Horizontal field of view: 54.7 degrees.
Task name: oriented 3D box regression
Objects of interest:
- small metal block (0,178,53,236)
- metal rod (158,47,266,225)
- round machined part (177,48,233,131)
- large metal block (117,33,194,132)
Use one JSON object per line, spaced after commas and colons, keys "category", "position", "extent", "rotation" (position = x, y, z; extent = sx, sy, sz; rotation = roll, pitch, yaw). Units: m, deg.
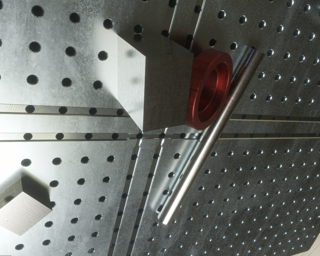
{"category": "small metal block", "position": [-0.171, 0.098, 0.379], "extent": [0.050, 0.025, 0.050], "rotation": [-39, 130, -2]}
{"category": "metal rod", "position": [0.070, 0.023, 0.465], "extent": [0.025, 0.025, 0.298], "rotation": [14, 111, -34]}
{"category": "round machined part", "position": [0.048, -0.049, 0.380], "extent": [0.099, 0.042, 0.097], "rotation": [-41, 144, -39]}
{"category": "large metal block", "position": [-0.009, -0.053, 0.339], "extent": [0.050, 0.080, 0.079], "rotation": [-10, 123, -23]}
